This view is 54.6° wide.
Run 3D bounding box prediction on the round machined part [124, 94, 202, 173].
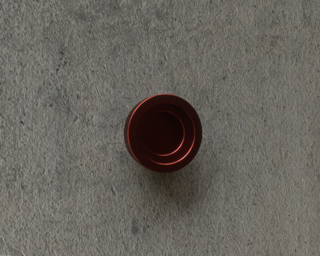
[{"bbox_3d":[0.001,0.006,0.400,0.099,0.042,0.097,0,90,-20],"label":"round machined part"}]
